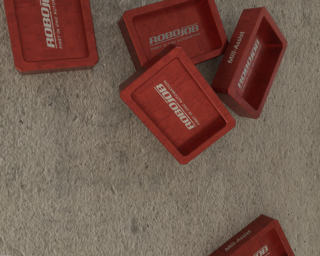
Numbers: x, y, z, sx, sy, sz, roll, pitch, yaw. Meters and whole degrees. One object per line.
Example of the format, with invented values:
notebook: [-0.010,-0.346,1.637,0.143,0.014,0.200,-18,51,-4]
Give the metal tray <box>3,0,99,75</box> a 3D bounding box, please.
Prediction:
metal tray: [-0.128,-0.131,0.358,0.091,0.030,0.129,-10,93,-20]

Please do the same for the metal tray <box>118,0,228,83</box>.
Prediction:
metal tray: [0.021,-0.123,0.413,0.131,0.030,0.090,-23,98,-19]

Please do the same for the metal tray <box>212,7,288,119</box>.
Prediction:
metal tray: [0.128,-0.089,0.435,0.090,0.030,0.130,31,79,-42]

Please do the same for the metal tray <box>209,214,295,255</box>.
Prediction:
metal tray: [0.133,0.202,0.455,0.131,0.030,0.090,-30,100,-18]

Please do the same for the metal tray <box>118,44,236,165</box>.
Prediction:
metal tray: [0.023,-0.027,0.387,0.090,0.030,0.130,-39,114,5]
